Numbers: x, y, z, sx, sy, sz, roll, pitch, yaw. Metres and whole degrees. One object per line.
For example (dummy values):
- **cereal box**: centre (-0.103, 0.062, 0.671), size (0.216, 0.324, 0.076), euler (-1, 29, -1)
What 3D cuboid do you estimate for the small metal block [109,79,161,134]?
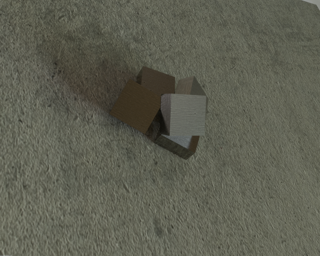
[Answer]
- **small metal block**: centre (-0.030, -0.027, 0.392), size (0.050, 0.025, 0.050), euler (30, 88, -11)

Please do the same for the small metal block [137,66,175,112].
- **small metal block**: centre (-0.007, -0.053, 0.436), size (0.050, 0.025, 0.050), euler (16, 55, -20)

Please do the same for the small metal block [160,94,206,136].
- **small metal block**: centre (0.029, -0.016, 0.386), size (0.050, 0.025, 0.050), euler (0, 94, -29)

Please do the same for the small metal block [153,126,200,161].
- **small metal block**: centre (0.025, 0.008, 0.416), size (0.050, 0.025, 0.050), euler (29, 52, -10)

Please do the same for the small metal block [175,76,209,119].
- **small metal block**: centre (0.044, -0.037, 0.439), size (0.050, 0.025, 0.050), euler (50, 42, -38)
